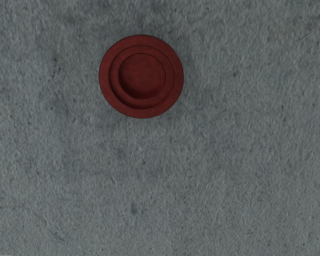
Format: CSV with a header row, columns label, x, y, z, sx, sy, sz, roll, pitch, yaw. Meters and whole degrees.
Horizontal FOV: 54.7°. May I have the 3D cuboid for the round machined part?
label,x,y,z,sx,sy,sz,roll,pitch,yaw
round machined part,-0.022,-0.064,0.377,0.099,0.042,0.097,0,110,-1
